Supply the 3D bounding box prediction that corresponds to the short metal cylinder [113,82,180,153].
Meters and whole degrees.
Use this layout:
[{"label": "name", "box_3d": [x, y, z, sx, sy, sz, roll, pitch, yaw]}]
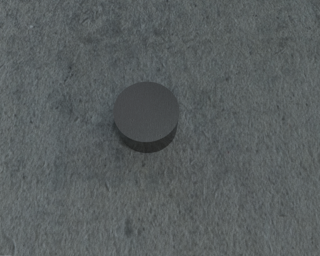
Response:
[{"label": "short metal cylinder", "box_3d": [-0.017, -0.013, 0.399, 0.081, 0.050, 0.080, 0, 70, 0]}]
